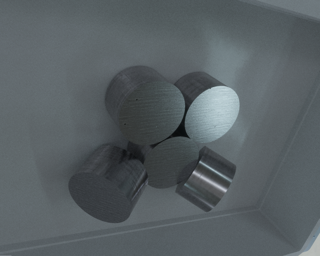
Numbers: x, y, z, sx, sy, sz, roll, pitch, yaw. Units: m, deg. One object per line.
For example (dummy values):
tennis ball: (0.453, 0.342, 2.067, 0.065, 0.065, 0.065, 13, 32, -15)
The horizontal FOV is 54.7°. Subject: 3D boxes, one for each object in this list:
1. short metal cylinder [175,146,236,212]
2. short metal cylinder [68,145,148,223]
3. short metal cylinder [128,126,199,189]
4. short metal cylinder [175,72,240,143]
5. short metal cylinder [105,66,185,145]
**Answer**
short metal cylinder: (0.065, 0.073, 0.445, 0.050, 0.080, 0.080, 33, 103, 1)
short metal cylinder: (-0.061, 0.068, 0.374, 0.050, 0.080, 0.079, -57, 149, -50)
short metal cylinder: (0.004, 0.033, 0.413, 0.081, 0.050, 0.079, -14, 125, -21)
short metal cylinder: (0.056, -0.027, 0.406, 0.081, 0.050, 0.079, -14, 125, -21)
short metal cylinder: (-0.018, -0.027, 0.364, 0.081, 0.050, 0.079, -14, 125, -21)
